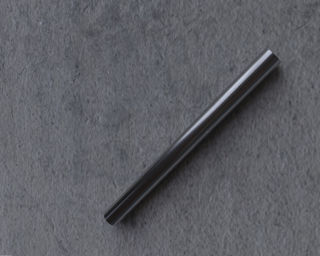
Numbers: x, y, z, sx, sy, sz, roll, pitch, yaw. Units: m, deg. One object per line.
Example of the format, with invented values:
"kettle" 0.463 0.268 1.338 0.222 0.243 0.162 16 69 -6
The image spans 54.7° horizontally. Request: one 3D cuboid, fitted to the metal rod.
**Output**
"metal rod" 0.032 0.021 0.397 0.299 0.025 0.025 -46 76 13
